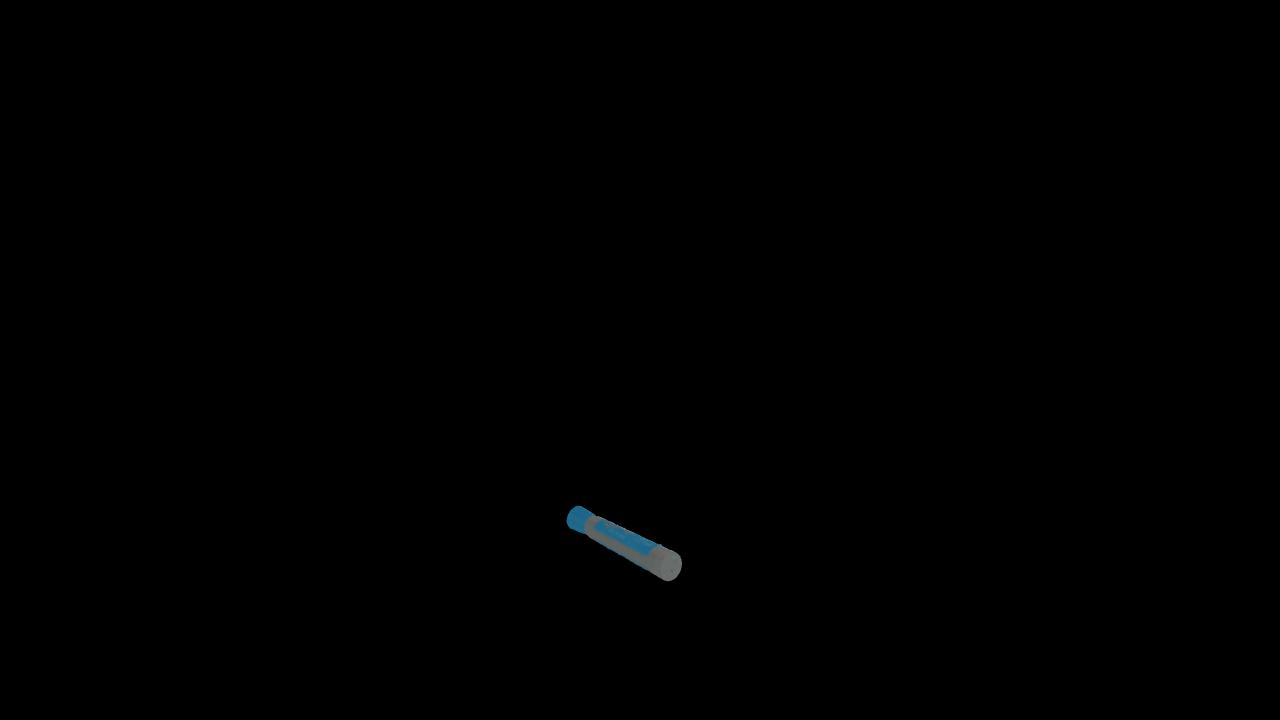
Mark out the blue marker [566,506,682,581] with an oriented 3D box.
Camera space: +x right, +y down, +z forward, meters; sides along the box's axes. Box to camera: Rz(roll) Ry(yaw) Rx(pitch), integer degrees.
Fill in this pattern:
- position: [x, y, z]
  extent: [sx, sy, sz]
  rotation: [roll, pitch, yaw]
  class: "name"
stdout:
- position: [-0.017, 0.128, 0.442]
  extent: [0.020, 0.020, 0.121]
  rotation: [0, 5, -38]
  class: "blue marker"
